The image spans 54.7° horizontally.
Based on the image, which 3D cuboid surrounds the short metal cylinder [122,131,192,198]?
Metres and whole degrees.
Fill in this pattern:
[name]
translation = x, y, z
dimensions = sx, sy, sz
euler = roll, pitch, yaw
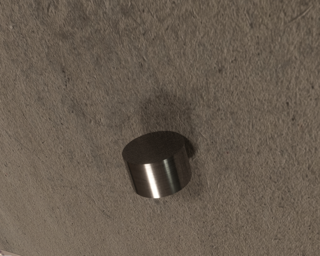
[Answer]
[short metal cylinder]
translation = -0.003, 0.045, 0.399
dimensions = 0.080, 0.080, 0.050
euler = 0, 119, 28
